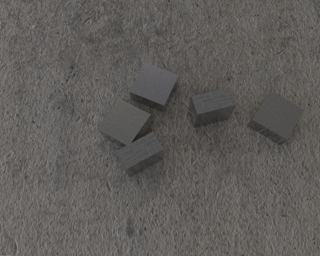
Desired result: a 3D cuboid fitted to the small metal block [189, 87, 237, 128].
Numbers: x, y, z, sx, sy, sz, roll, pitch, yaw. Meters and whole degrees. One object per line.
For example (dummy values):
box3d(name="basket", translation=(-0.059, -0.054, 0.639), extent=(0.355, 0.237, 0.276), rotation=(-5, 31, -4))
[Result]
box3d(name="small metal block", translation=(0.066, -0.025, 0.404), extent=(0.050, 0.050, 0.025), rotation=(-14, 71, -5))

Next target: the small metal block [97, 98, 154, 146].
box3d(name="small metal block", translation=(-0.045, -0.003, 0.405), extent=(0.050, 0.025, 0.050), rotation=(28, 72, 18))

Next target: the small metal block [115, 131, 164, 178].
box3d(name="small metal block", translation=(-0.024, 0.034, 0.382), extent=(0.050, 0.050, 0.025), rotation=(-28, 73, -10))

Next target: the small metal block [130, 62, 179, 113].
box3d(name="small metal block", translation=(-0.007, -0.056, 0.428), extent=(0.050, 0.025, 0.050), rotation=(22, 71, 8))

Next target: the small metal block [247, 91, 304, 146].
box3d(name="small metal block", translation=(0.154, -0.013, 0.414), extent=(0.050, 0.025, 0.050), rotation=(32, 73, 11))
